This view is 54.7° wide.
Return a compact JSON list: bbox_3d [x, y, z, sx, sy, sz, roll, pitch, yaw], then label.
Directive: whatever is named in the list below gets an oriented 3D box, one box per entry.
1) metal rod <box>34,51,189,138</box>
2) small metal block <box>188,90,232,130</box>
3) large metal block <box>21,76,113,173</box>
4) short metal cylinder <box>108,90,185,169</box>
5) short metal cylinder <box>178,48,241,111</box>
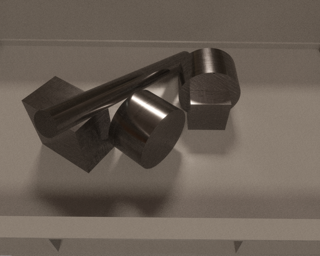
[{"bbox_3d":[-0.027,-0.058,0.379,0.025,0.025,0.302,23,31,18],"label":"metal rod"},{"bbox_3d":[0.063,-0.023,0.409,0.050,0.050,0.025,1,50,0],"label":"small metal block"},{"bbox_3d":[-0.105,-0.004,0.371,0.080,0.080,0.050,27,55,21],"label":"large metal block"},{"bbox_3d":[-0.014,0.001,0.368,0.050,0.080,0.080,33,57,24],"label":"short metal cylinder"},{"bbox_3d":[0.065,-0.061,0.421,0.081,0.080,0.050,1,50,0],"label":"short metal cylinder"}]
